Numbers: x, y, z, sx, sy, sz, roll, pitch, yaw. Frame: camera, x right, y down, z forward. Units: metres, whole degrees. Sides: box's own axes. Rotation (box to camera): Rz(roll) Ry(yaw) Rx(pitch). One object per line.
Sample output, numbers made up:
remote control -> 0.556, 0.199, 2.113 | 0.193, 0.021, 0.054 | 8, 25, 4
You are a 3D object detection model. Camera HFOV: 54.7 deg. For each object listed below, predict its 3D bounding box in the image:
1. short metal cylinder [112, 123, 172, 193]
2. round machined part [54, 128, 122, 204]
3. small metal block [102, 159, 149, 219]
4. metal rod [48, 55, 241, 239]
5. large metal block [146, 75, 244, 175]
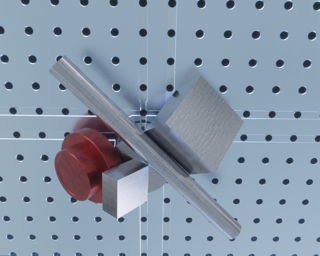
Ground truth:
short metal cylinder -> -0.024, 0.039, 0.410 | 0.081, 0.050, 0.079 | 0, 110, 0
round machined part -> -0.095, 0.052, 0.391 | 0.098, 0.042, 0.097 | 18, 120, 34
small metal block -> -0.040, 0.070, 0.366 | 0.025, 0.050, 0.050 | 19, 116, 36
metal rod -> -0.006, 0.033, 0.368 | 0.025, 0.025, 0.300 | -42, 105, 14
large metal block -> 0.042, -0.002, 0.373 | 0.080, 0.050, 0.080 | 44, 61, -15
